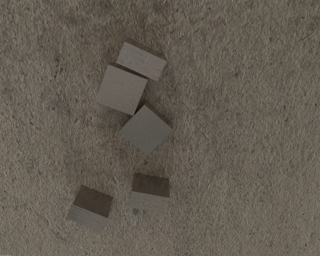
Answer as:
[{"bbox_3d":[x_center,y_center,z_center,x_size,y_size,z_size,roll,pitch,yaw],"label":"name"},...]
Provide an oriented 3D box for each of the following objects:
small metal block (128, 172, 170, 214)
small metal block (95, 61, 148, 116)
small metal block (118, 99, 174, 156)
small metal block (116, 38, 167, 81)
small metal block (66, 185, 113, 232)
[{"bbox_3d":[-0.014,0.089,0.429,0.050,0.050,0.025,11,110,-4],"label":"small metal block"},{"bbox_3d":[-0.048,-0.050,0.391,0.050,0.025,0.050,21,109,-8],"label":"small metal block"},{"bbox_3d":[-0.018,-0.001,0.409,0.050,0.025,0.050,41,105,-14],"label":"small metal block"},{"bbox_3d":[-0.021,-0.082,0.366,0.050,0.050,0.025,24,108,-9],"label":"small metal block"},{"bbox_3d":[-0.098,0.112,0.437,0.050,0.050,0.025,25,108,-9],"label":"small metal block"}]
